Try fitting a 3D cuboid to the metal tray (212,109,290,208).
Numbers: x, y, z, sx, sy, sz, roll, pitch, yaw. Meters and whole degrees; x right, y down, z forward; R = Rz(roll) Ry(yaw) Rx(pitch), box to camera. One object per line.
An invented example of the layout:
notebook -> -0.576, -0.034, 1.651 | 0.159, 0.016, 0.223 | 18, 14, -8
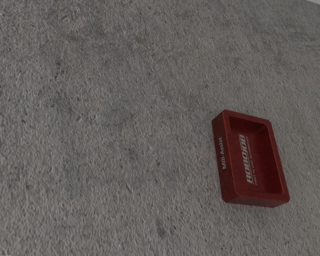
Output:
metal tray -> 0.126, 0.042, 0.441 | 0.091, 0.030, 0.130 | 11, 57, -22
